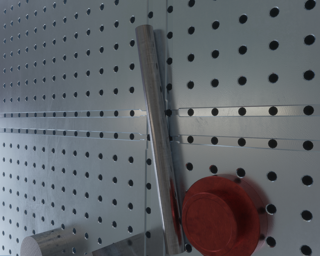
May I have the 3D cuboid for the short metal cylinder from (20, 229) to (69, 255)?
[{"bbox_3d":[-0.212,0.233,0.568,0.080,0.050,0.079,0,90,40],"label":"short metal cylinder"}]

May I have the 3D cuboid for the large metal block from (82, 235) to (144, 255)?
[{"bbox_3d":[-0.079,0.197,0.438,0.080,0.081,0.050,-35,69,34],"label":"large metal block"}]

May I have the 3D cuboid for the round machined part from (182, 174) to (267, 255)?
[{"bbox_3d":[0.064,0.103,0.346,0.098,0.042,0.097,0,90,40],"label":"round machined part"}]

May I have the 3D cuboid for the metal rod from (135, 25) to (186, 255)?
[{"bbox_3d":[-0.001,0.010,0.409,0.025,0.025,0.298,-14,81,39],"label":"metal rod"}]
